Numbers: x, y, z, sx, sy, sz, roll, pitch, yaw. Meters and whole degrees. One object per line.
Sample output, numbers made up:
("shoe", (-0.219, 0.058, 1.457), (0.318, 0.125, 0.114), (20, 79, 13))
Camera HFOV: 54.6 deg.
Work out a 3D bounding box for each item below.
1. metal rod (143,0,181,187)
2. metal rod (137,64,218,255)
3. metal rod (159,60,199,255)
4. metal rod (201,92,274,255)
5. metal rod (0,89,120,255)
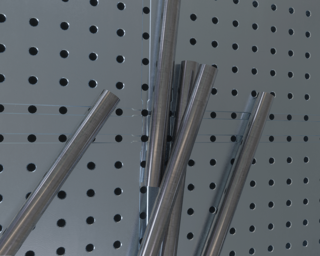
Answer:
("metal rod", (0.006, -0.073, 0.414), (0.025, 0.025, 0.299), (7, 88, -20))
("metal rod", (0.016, 0.065, 0.395), (0.025, 0.025, 0.299), (18, 90, -19))
("metal rod", (0.023, 0.059, 0.420), (0.025, 0.025, 0.299), (8, 87, -20))
("metal rod", (0.107, 0.088, 0.451), (0.025, 0.025, 0.299), (24, 82, -19))
("metal rod", (-0.139, 0.083, 0.361), (0.025, 0.025, 0.300), (36, 78, -17))
